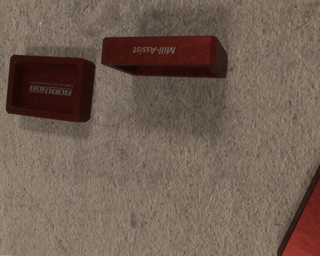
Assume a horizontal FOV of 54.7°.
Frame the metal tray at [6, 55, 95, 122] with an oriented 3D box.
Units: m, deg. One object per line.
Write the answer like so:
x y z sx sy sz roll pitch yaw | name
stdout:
-0.165 -0.060 0.462 0.130 0.030 0.089 7 92 19 | metal tray

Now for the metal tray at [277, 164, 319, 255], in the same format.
0.197 0.112 0.337 0.090 0.030 0.129 24 98 18 | metal tray

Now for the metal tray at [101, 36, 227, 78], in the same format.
0.009 -0.082 0.370 0.130 0.090 0.030 5 92 19 | metal tray
